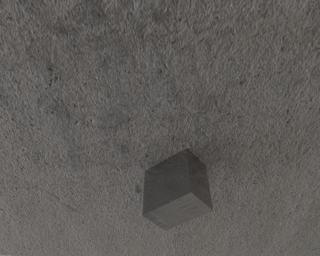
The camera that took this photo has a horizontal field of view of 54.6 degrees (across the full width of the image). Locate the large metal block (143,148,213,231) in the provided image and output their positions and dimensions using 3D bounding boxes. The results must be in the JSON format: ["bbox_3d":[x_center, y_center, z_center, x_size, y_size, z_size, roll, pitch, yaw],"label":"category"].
[{"bbox_3d":[0.023,0.088,0.446,0.080,0.080,0.050,-31,123,24],"label":"large metal block"}]
